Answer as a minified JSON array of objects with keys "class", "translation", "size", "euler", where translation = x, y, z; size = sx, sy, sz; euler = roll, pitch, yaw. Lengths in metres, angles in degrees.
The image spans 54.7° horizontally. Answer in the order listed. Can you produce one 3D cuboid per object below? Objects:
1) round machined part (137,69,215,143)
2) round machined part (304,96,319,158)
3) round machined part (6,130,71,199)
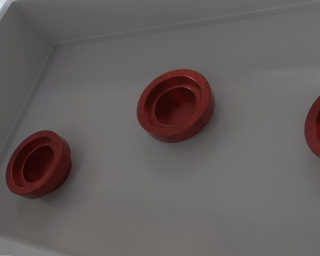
[{"class":"round machined part","translation":[0.023,-0.024,0.397],"size":[0.098,0.042,0.098],"euler":[-13,56,21]},{"class":"round machined part","translation":[0.188,-0.003,0.280],"size":[0.098,0.042,0.098],"euler":[-42,29,31]},{"class":"round machined part","translation":[-0.170,0.056,0.450],"size":[0.098,0.042,0.098],"euler":[-13,56,21]}]
